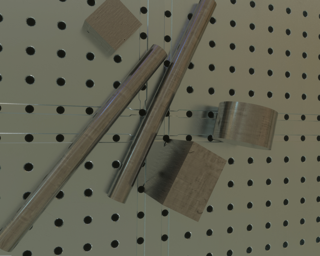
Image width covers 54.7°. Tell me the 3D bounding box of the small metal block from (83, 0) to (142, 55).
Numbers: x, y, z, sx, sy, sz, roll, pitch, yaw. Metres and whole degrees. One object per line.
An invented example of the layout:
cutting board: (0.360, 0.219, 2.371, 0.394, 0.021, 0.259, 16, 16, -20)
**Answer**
small metal block: (-0.060, -0.130, 0.391, 0.050, 0.025, 0.050, 44, 76, -15)

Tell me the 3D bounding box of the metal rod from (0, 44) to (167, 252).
metal rod: (-0.088, 0.014, 0.380, 0.025, 0.025, 0.300, 41, 77, -16)

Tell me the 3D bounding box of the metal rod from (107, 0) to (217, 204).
metal rod: (0.006, -0.044, 0.415, 0.025, 0.025, 0.299, 28, 81, -18)

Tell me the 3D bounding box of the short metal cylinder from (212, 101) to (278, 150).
short metal cylinder: (0.117, -0.002, 0.428, 0.081, 0.080, 0.050, 14, 85, -20)

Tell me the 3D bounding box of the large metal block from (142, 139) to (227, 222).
large metal block: (0.028, 0.062, 0.395, 0.050, 0.080, 0.080, 30, 80, -18)
